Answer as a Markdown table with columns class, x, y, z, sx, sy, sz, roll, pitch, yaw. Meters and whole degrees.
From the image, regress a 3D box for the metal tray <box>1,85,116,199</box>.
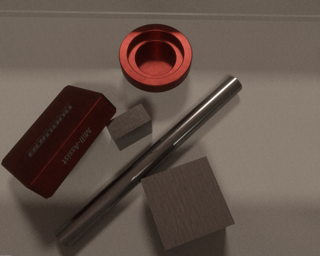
| class | x | y | z | sx | sy | sz | roll | pitch | yaw |
| --- | --- | --- | --- | --- | --- | --- | --- | --- | --- |
| metal tray | -0.123 | 0.010 | 0.376 | 0.090 | 0.030 | 0.130 | 17 | 66 | 44 |

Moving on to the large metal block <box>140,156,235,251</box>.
| class | x | y | z | sx | sy | sz | roll | pitch | yaw |
| --- | --- | --- | --- | --- | --- | --- | --- | --- | --- |
| large metal block | 0.029 | 0.089 | 0.364 | 0.081 | 0.050 | 0.080 | -19 | 71 | -7 |

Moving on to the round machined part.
| class | x | y | z | sx | sy | sz | roll | pitch | yaw |
| --- | --- | --- | --- | --- | --- | --- | --- | --- | --- |
| round machined part | -0.006 | -0.093 | 0.435 | 0.099 | 0.042 | 0.098 | 0 | 70 | -1 |

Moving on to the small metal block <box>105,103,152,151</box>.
| class | x | y | z | sx | sy | sz | roll | pitch | yaw |
| --- | --- | --- | --- | --- | --- | --- | --- | --- | --- |
| small metal block | -0.038 | 0.000 | 0.396 | 0.050 | 0.050 | 0.025 | -30 | 73 | -11 |

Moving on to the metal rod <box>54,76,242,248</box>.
| class | x | y | z | sx | sy | sz | roll | pitch | yaw |
| --- | --- | --- | --- | --- | --- | --- | --- | --- | --- |
| metal rod | -0.005 | 0.034 | 0.397 | 0.301 | 0.025 | 0.025 | -41 | 76 | -14 |
